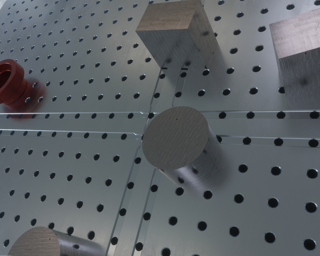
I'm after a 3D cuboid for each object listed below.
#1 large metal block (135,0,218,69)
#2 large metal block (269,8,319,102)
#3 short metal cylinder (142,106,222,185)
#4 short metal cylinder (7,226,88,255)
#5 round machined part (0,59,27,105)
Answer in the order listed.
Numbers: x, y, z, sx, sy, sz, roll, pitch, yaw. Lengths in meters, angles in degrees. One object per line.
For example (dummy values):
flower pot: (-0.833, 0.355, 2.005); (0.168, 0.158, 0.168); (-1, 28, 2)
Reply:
large metal block: (0.026, -0.130, 0.439); (0.080, 0.080, 0.050); (9, 66, 32)
large metal block: (0.169, -0.079, 0.332); (0.080, 0.080, 0.050); (-14, 56, 21)
short metal cylinder: (0.026, 0.021, 0.365); (0.080, 0.050, 0.080); (-13, 56, 21)
short metal cylinder: (-0.133, 0.162, 0.363); (0.080, 0.050, 0.080); (-13, 56, 21)
round machined part: (-0.305, -0.084, 0.610); (0.098, 0.042, 0.098); (-13, 56, 21)
